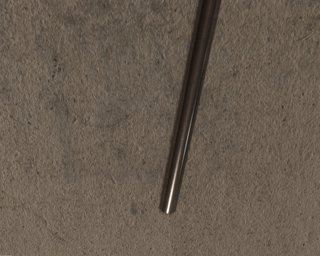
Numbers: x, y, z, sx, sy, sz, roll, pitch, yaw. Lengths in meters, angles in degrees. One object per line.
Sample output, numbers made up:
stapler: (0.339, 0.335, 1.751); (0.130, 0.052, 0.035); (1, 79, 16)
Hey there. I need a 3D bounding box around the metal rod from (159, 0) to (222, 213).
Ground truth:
metal rod: (0.035, -0.021, 0.402); (0.025, 0.025, 0.298); (9, 110, -4)
